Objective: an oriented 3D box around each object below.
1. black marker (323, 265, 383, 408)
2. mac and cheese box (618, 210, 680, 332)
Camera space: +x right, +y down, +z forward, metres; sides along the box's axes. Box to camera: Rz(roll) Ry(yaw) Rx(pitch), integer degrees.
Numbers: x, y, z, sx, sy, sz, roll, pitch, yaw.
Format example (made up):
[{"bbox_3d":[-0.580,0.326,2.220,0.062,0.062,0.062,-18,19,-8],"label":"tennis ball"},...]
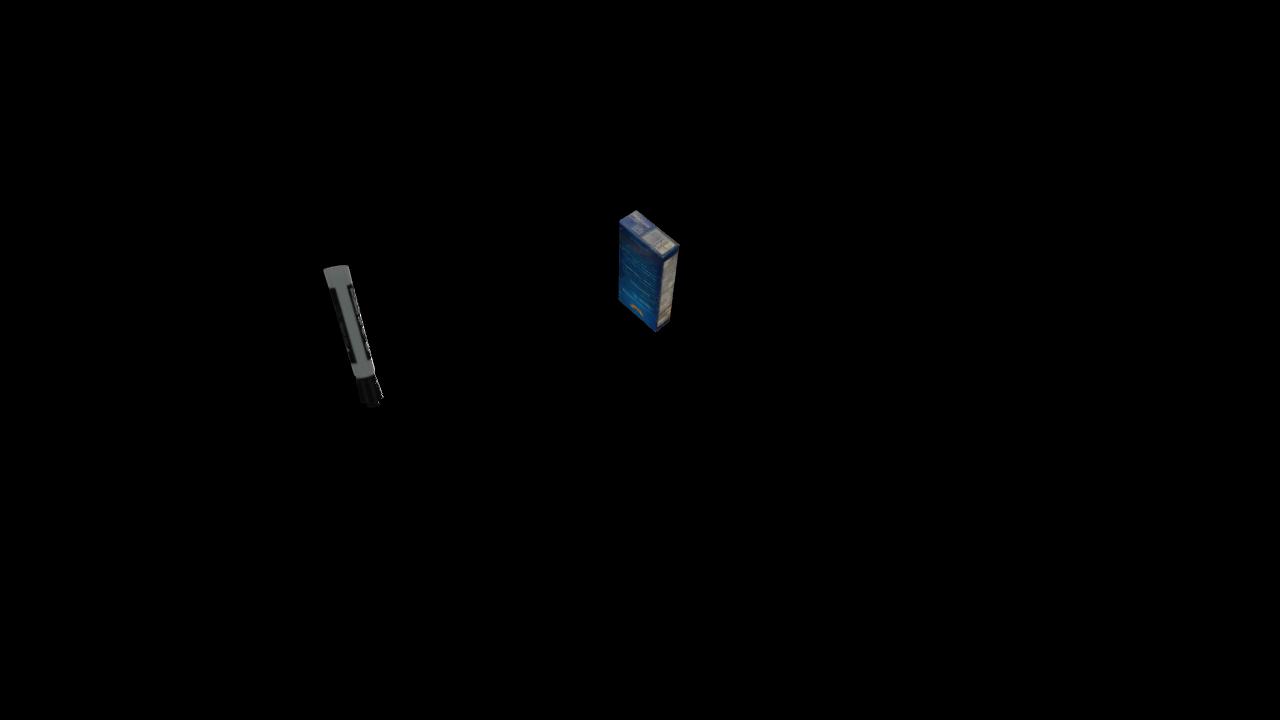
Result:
[{"bbox_3d":[-0.236,-0.017,0.510,0.020,0.121,0.020,-7,17,2],"label":"black marker"},{"bbox_3d":[0.010,-0.131,0.942,0.041,0.093,0.184,-40,-22,-23],"label":"mac and cheese box"}]
